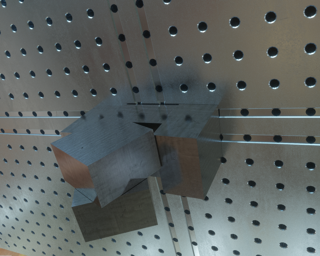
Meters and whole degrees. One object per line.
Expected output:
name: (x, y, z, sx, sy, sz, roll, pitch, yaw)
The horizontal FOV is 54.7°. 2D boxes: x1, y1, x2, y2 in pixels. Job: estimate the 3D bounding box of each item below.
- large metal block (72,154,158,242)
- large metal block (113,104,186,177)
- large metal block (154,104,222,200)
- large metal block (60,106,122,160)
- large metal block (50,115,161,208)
large metal block: (-0.051, 0.076, 0.362, 0.081, 0.080, 0.050, -13, 116, -3)
large metal block: (-0.016, 0.016, 0.409, 0.080, 0.050, 0.079, 3, 120, 26)
large metal block: (0.037, 0.025, 0.370, 0.050, 0.080, 0.079, 4, 120, 26)
large metal block: (-0.080, 0.022, 0.430, 0.050, 0.080, 0.079, 2, 119, 27)
large metal block: (-0.059, 0.031, 0.342, 0.080, 0.081, 0.050, 18, 128, 45)
